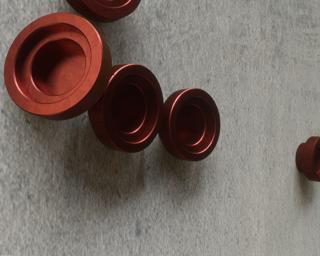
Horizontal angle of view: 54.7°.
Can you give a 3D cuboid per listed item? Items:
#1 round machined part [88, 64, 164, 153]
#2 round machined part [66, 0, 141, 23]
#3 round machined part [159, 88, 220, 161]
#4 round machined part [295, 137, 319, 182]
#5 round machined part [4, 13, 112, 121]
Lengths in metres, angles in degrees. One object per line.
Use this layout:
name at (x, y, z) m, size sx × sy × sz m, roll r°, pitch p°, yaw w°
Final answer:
round machined part at (-0.042, -0.023, 0.351) m, size 0.099 × 0.042 × 0.097 m, roll -10°, pitch 103°, yaw -51°
round machined part at (-0.069, -0.164, 0.336) m, size 0.099 × 0.042 × 0.097 m, roll 0°, pitch 90°, yaw -40°
round machined part at (0.035, -0.005, 0.426) m, size 0.099 × 0.042 × 0.097 m, roll 0°, pitch 90°, yaw -40°
round machined part at (0.333, 0.067, 0.678) m, size 0.099 × 0.042 × 0.097 m, roll 0°, pitch 90°, yaw -40°
round machined part at (-0.091, -0.054, 0.294) m, size 0.042 × 0.098 × 0.098 m, roll 39°, pitch 60°, yaw -73°
